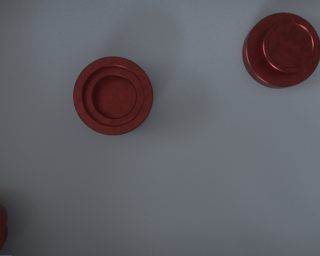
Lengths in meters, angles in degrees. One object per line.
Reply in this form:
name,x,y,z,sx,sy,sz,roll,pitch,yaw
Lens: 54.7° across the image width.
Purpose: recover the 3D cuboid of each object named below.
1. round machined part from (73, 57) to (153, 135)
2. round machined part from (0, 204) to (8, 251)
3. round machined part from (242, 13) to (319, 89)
round machined part,-0.058,-0.040,0.402,0.099,0.042,0.097,0,90,0
round machined part,-0.232,0.137,0.383,0.098,0.098,0.042,-28,127,0
round machined part,0.162,-0.102,0.404,0.099,0.042,0.097,0,90,0
